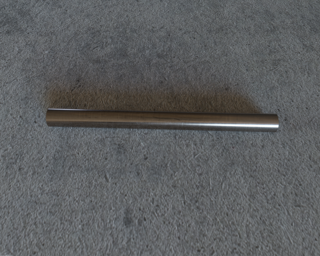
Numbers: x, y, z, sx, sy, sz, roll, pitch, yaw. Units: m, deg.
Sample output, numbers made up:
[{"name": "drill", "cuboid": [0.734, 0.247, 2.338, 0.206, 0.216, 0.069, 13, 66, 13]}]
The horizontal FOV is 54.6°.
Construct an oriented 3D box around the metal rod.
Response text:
[{"name": "metal rod", "cuboid": [0.002, -0.010, 0.414, 0.302, 0.025, 0.025, 1, 50, 1]}]
